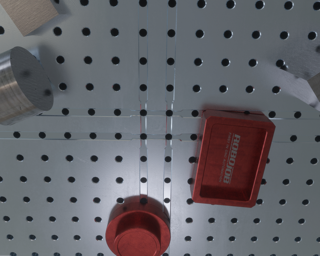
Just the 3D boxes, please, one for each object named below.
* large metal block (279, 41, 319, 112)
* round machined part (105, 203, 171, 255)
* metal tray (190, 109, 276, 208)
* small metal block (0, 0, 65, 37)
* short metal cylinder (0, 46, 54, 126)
[{"bbox_3d":[0.201,-0.067,0.361,0.080,0.080,0.050,-35,107,12],"label":"large metal block"},{"bbox_3d":[-0.033,0.165,0.465,0.099,0.042,0.097,0,110,0],"label":"round machined part"},{"bbox_3d":[0.096,0.044,0.427,0.091,0.030,0.129,6,110,-3],"label":"metal tray"},{"bbox_3d":[-0.149,-0.142,0.360,0.050,0.025,0.050,-28,108,9],"label":"small metal block"},{"bbox_3d":[-0.171,-0.049,0.365,0.050,0.080,0.080,-20,109,7],"label":"short metal cylinder"}]
